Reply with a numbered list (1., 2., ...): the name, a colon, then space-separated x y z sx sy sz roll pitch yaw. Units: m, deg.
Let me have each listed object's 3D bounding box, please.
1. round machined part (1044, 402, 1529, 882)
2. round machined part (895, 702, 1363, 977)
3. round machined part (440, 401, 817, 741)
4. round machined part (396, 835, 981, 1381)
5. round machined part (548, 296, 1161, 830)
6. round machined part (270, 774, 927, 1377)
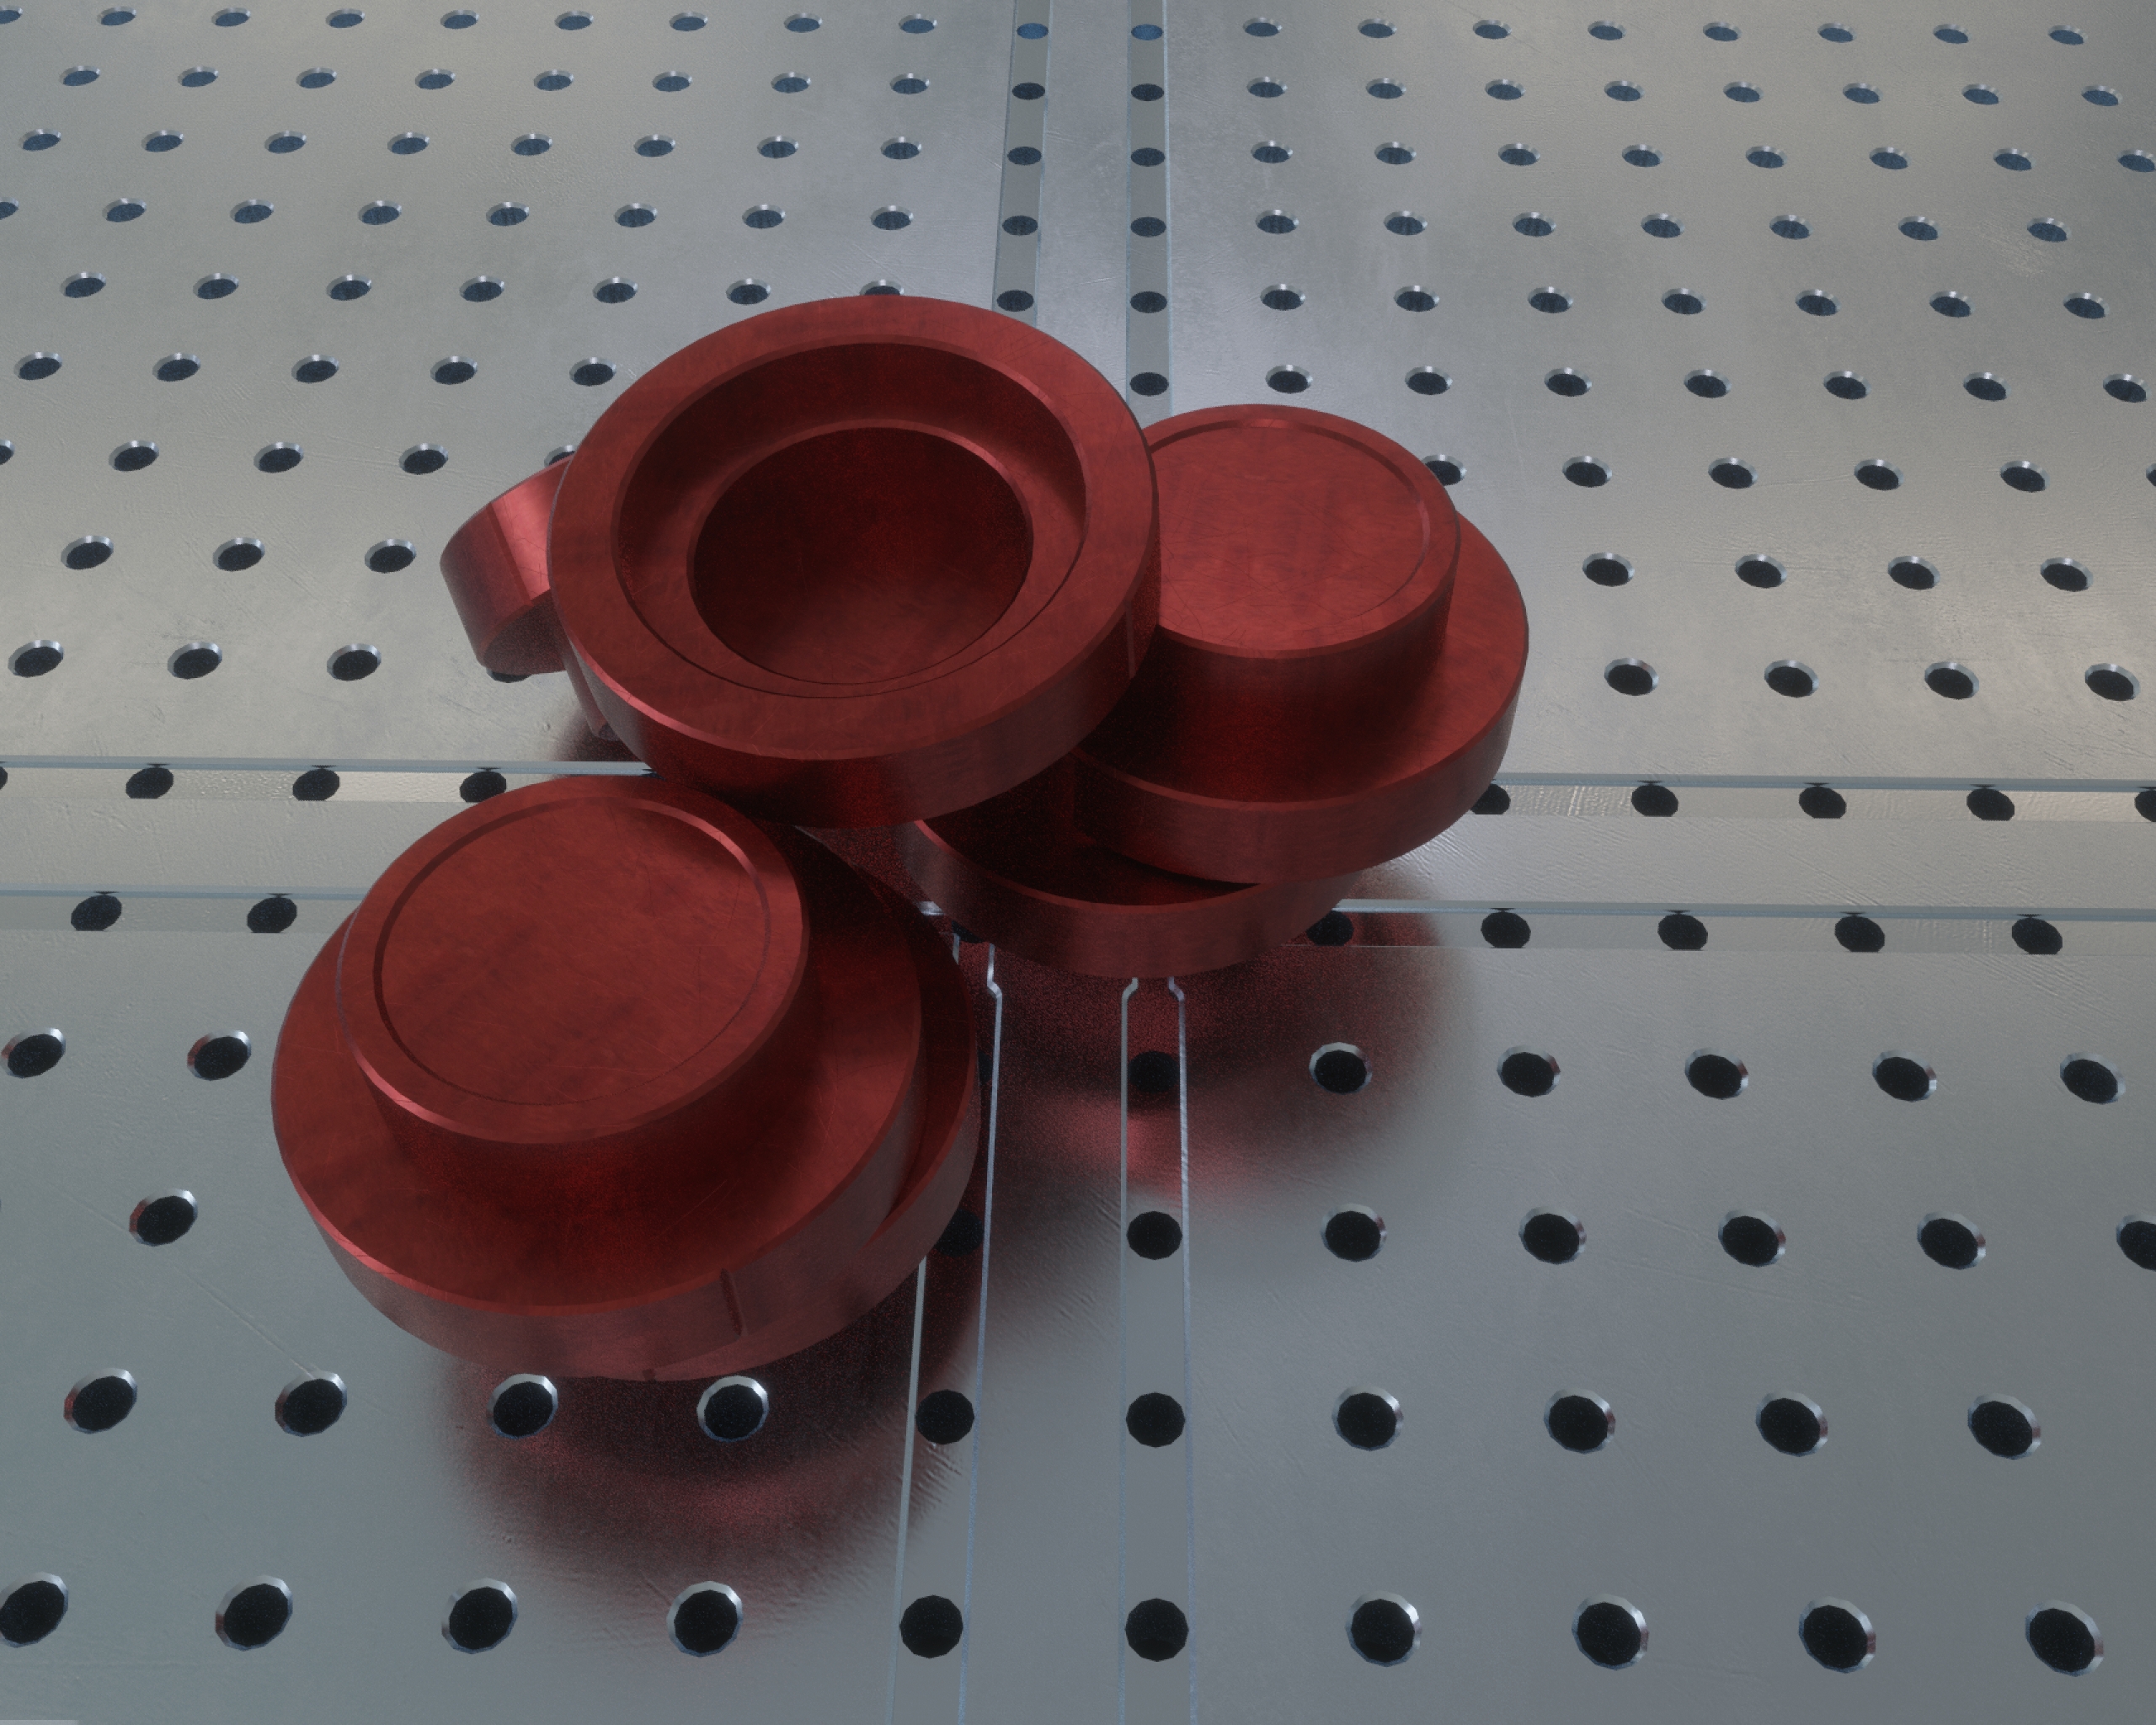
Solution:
1. round machined part: 0.033 -0.047 0.380 0.099 0.042 0.098 0 49 0
2. round machined part: 0.011 -0.029 0.394 0.099 0.042 0.098 0 50 0
3. round machined part: -0.072 -0.056 0.419 0.099 0.098 0.042 -22 89 -17
4. round machined part: -0.066 0.031 0.343 0.099 0.042 0.098 0 50 0
5. round machined part: -0.035 -0.046 0.352 0.098 0.042 0.098 -1 58 2
6. round machined part: -0.073 0.025 0.320 0.099 0.042 0.098 0 50 0
